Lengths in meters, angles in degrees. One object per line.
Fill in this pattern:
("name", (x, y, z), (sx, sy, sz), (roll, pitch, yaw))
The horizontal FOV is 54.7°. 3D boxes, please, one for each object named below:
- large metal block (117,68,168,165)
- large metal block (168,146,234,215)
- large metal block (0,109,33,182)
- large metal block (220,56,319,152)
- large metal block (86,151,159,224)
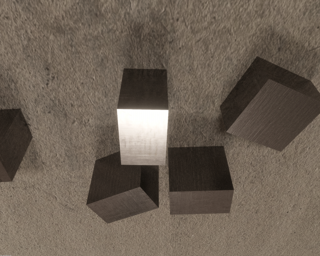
("large metal block", (-0.018, -0.014, 0.359), (0.050, 0.080, 0.079), (1, 130, -1))
("large metal block", (0.053, 0.072, 0.433), (0.081, 0.080, 0.050), (-2, 130, 1))
("large metal block", (-0.219, 0.021, 0.386), (0.080, 0.080, 0.050), (-3, 130, 2))
("large metal block", (0.131, -0.026, 0.370), (0.081, 0.050, 0.079), (19, 127, -16))
("large metal block", (-0.049, 0.077, 0.436), (0.080, 0.080, 0.050), (-21, 127, 17))
